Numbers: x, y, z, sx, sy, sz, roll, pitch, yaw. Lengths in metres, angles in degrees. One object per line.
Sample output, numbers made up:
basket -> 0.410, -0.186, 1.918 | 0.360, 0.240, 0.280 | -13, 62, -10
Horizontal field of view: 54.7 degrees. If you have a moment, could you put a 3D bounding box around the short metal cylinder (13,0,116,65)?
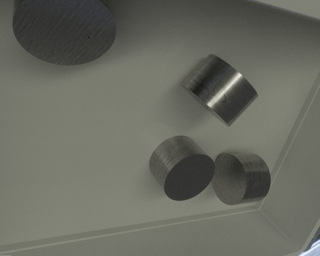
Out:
short metal cylinder -> -0.081, -0.100, 0.266 | 0.081, 0.050, 0.080 | -10, 151, -5

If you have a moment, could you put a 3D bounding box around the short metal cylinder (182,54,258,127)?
short metal cylinder -> 0.074, -0.046, 0.387 | 0.050, 0.080, 0.080 | -48, 129, 5

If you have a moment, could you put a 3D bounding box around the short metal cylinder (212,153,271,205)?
short metal cylinder -> 0.128, 0.080, 0.495 | 0.050, 0.080, 0.079 | 1, 118, -30

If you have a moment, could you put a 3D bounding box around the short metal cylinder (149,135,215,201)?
short metal cylinder -> 0.031, 0.058, 0.447 | 0.081, 0.050, 0.079 | -14, 125, -21
